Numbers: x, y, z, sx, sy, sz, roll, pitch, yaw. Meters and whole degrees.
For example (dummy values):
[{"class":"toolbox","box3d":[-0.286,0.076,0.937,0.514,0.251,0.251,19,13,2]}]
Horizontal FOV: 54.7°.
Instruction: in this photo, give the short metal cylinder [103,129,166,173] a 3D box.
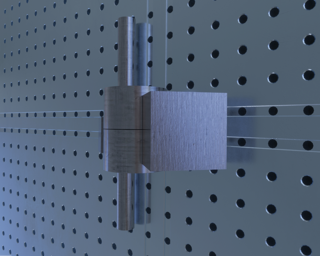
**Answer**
[{"class":"short metal cylinder","box3d":[-0.031,0.027,0.394,0.080,0.081,0.050,1,91,40]}]

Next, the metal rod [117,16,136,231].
[{"class":"metal rod","box3d":[-0.048,-0.006,0.443,0.025,0.025,0.298,1,90,40]}]

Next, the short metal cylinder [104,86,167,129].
[{"class":"short metal cylinder","box3d":[-0.031,-0.024,0.393,0.080,0.081,0.050,1,91,40]}]

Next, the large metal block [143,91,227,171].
[{"class":"large metal block","box3d":[0.025,0.003,0.338,0.050,0.081,0.079,-175,85,-78]}]

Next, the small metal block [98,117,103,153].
[{"class":"small metal block","box3d":[-0.075,0.010,0.452,0.050,0.025,0.050,180,91,-75]}]
